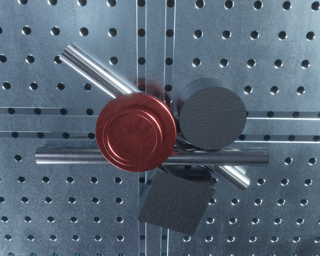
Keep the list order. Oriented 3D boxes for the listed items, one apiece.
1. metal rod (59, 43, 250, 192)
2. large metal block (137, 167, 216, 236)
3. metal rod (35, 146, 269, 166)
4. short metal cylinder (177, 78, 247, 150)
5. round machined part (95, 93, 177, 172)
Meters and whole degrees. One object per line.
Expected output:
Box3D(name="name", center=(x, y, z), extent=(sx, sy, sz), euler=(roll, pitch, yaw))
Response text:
Box3D(name="metal rod", center=(0.002, -0.006, 0.411), extent=(0.301, 0.025, 0.025), euler=(37, 106, -13))
Box3D(name="large metal block", center=(0.021, 0.093, 0.432), extent=(0.080, 0.050, 0.079), euler=(19, 109, -7))
Box3D(name="metal rod", center=(-0.015, 0.037, 0.407), extent=(0.302, 0.025, 0.025), euler=(0, 110, 7))
Box3D(name="short metal cylinder", center=(0.063, -0.019, 0.393), extent=(0.081, 0.050, 0.079), euler=(0, 110, -1))
Box3D(name="round machined part", center=(-0.030, 0.007, 0.371), extent=(0.099, 0.042, 0.097), euler=(1, 102, 5))
